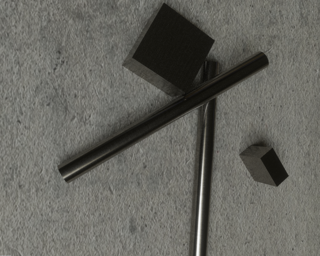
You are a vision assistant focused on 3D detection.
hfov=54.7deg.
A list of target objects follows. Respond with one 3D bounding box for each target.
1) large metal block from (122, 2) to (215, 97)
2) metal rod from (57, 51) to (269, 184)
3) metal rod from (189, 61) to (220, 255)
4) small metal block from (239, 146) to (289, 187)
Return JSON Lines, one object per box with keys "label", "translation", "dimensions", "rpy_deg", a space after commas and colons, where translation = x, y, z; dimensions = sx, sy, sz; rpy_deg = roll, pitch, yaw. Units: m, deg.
{"label": "large metal block", "translation": [0.010, -0.097, 0.400], "dimensions": [0.080, 0.050, 0.080], "rpy_deg": [31, 80, -18]}
{"label": "metal rod", "translation": [0.013, -0.019, 0.396], "dimensions": [0.302, 0.025, 0.025], "rpy_deg": [-30, 101, -11]}
{"label": "metal rod", "translation": [0.061, 0.058, 0.432], "dimensions": [0.025, 0.025, 0.298], "rpy_deg": [4, 89, -20]}
{"label": "small metal block", "translation": [0.151, 0.054, 0.453], "dimensions": [0.025, 0.050, 0.050], "rpy_deg": [-36, 102, -16]}
